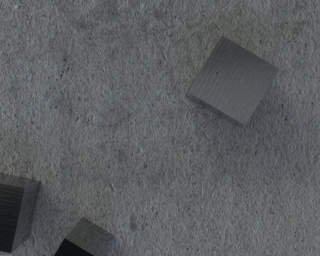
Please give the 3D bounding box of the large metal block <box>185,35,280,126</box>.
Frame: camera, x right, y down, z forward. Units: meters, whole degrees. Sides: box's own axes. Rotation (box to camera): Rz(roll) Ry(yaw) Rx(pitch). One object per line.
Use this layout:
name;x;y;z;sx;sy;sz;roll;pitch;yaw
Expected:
large metal block;0.089;-0.057;0.398;0.080;0.050;0.080;31;90;0

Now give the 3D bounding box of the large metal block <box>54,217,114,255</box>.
large metal block;-0.105;0.168;0.382;0.050;0.080;0.080;31;90;0

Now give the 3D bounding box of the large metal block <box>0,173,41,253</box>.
large metal block;-0.210;0.103;0.396;0.080;0.050;0.080;12;90;0
